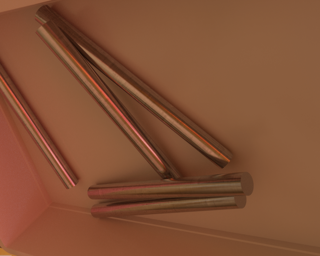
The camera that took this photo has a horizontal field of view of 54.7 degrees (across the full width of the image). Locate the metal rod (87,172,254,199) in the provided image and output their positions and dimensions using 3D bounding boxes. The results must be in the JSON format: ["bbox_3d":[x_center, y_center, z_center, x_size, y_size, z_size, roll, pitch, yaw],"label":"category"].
[{"bbox_3d":[-0.011,0.085,0.431,0.299,0.025,0.025,-14,112,45],"label":"metal rod"}]

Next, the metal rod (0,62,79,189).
[{"bbox_3d":[-0.223,-0.025,0.507,0.025,0.025,0.299,-17,110,34],"label":"metal rod"}]

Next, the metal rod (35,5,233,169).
[{"bbox_3d":[-0.033,-0.052,0.392,0.300,0.025,0.025,39,129,1],"label":"metal rod"}]

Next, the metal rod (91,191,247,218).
[{"bbox_3d":[-0.011,0.115,0.457,0.299,0.025,0.025,-19,109,43],"label":"metal rod"}]

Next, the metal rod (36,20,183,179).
[{"bbox_3d":[-0.046,-0.008,0.407,0.025,0.025,0.300,-27,110,37],"label":"metal rod"}]
